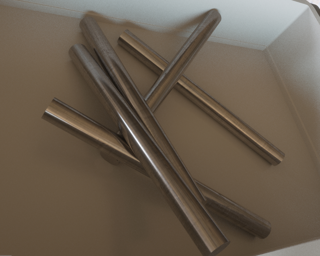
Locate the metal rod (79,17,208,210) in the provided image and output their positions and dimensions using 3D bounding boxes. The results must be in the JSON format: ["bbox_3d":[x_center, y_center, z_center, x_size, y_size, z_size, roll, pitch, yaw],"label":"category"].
[{"bbox_3d":[-0.034,-0.035,0.370,0.025,0.025,0.299,-11,56,-33],"label":"metal rod"}]

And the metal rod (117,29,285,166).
[{"bbox_3d":[0.063,-0.044,0.465,0.300,0.025,0.025,38,51,-3],"label":"metal rod"}]

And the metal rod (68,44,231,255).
[{"bbox_3d":[-0.031,-0.001,0.330,0.025,0.025,0.300,-13,50,-34],"label":"metal rod"}]

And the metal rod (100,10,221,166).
[{"bbox_3d":[0.015,-0.073,0.429,0.025,0.025,0.301,37,60,-4],"label":"metal rod"}]

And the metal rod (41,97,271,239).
[{"bbox_3d":[0.010,0.055,0.354,0.301,0.025,0.025,32,51,-17],"label":"metal rod"}]
